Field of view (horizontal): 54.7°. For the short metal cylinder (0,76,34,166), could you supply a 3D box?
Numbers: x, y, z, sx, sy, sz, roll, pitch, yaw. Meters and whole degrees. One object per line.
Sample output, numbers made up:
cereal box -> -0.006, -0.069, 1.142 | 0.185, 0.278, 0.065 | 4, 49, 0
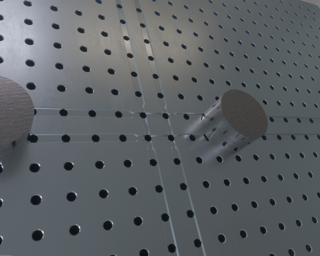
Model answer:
short metal cylinder -> -0.170, -0.006, 0.304 | 0.081, 0.050, 0.080 | 14, 56, -21

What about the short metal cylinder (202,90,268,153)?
short metal cylinder -> 0.110, -0.010, 0.457 | 0.081, 0.050, 0.080 | 14, 56, -21
